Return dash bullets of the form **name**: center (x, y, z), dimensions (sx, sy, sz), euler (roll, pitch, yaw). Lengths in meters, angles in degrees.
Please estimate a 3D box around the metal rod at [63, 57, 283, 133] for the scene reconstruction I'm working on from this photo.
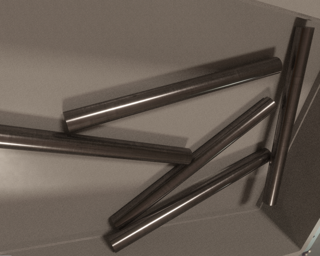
- **metal rod**: center (0.031, -0.048, 0.397), dimensions (0.302, 0.025, 0.025), euler (-17, 126, -19)

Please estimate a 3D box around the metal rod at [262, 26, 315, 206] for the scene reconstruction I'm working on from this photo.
- **metal rod**: center (0.200, -0.005, 0.495), dimensions (0.025, 0.025, 0.298), euler (-9, 116, -24)

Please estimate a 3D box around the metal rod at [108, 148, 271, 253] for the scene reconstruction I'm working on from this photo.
- **metal rod**: center (0.060, 0.106, 0.491), dimensions (0.302, 0.025, 0.025), euler (-25, 128, -20)

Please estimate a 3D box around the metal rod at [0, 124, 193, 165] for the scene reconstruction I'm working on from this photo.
- **metal rod**: center (-0.085, 0.022, 0.376), dimensions (0.302, 0.025, 0.025), euler (9, 114, -33)

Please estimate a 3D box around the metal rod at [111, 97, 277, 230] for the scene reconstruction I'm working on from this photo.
- **metal rod**: center (0.054, 0.052, 0.472), dimensions (0.301, 0.025, 0.025), euler (-37, 130, -4)
